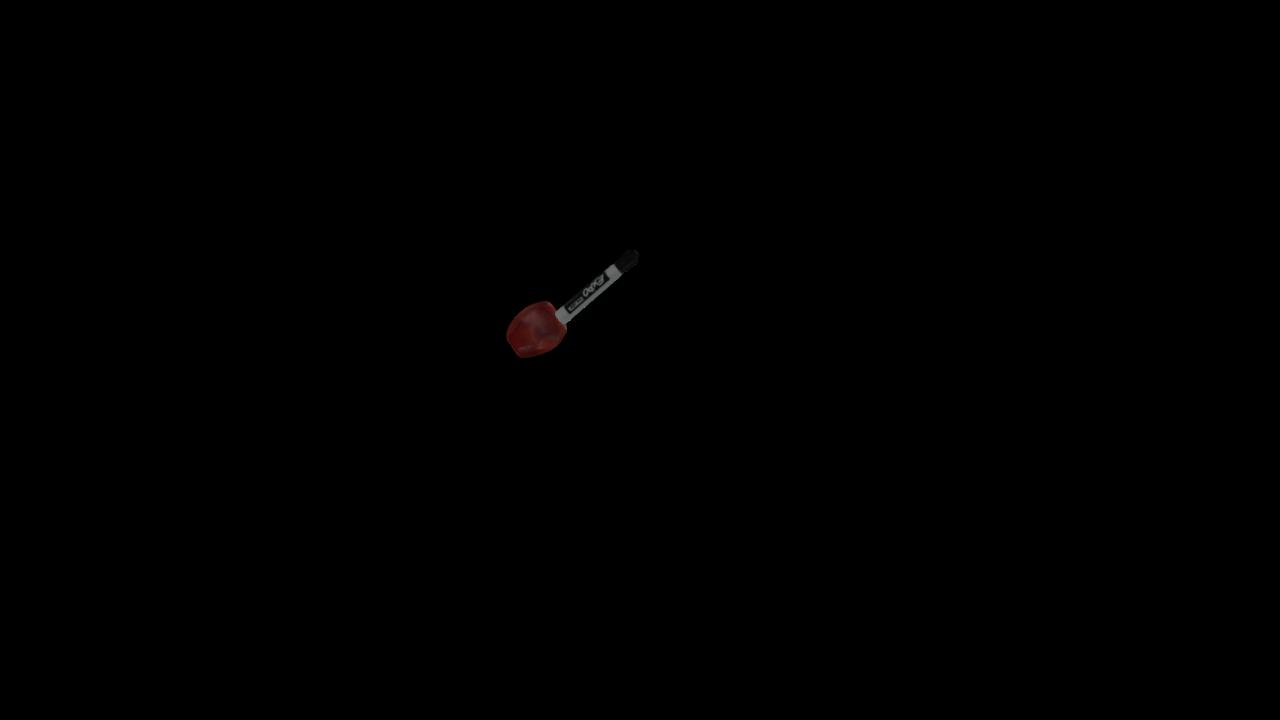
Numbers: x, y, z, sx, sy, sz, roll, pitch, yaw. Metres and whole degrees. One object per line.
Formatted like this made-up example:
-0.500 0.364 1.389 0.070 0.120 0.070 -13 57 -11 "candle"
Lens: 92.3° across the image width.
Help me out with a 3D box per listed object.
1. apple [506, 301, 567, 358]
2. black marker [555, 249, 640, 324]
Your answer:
-0.153 -0.045 0.924 0.093 0.079 0.079 -32 5 -7 "apple"
-0.048 -0.085 0.708 0.121 0.020 0.020 -38 -12 15 "black marker"
